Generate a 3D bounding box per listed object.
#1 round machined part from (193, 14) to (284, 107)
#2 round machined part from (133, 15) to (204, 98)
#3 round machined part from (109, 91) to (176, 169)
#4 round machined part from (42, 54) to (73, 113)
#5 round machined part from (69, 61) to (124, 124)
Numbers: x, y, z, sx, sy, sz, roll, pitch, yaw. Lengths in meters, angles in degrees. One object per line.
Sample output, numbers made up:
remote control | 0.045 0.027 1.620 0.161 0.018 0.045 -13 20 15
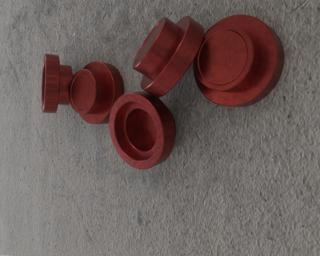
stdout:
round machined part | 0.076 -0.072 0.331 0.098 0.042 0.097 0 90 40
round machined part | 0.004 -0.087 0.357 0.098 0.042 0.098 -50 21 28
round machined part | -0.018 0.001 0.401 0.098 0.042 0.097 13 109 40
round machined part | -0.174 -0.073 0.522 0.098 0.042 0.097 -178 90 -66
round machined part | -0.104 -0.055 0.480 0.098 0.042 0.097 0 90 40
